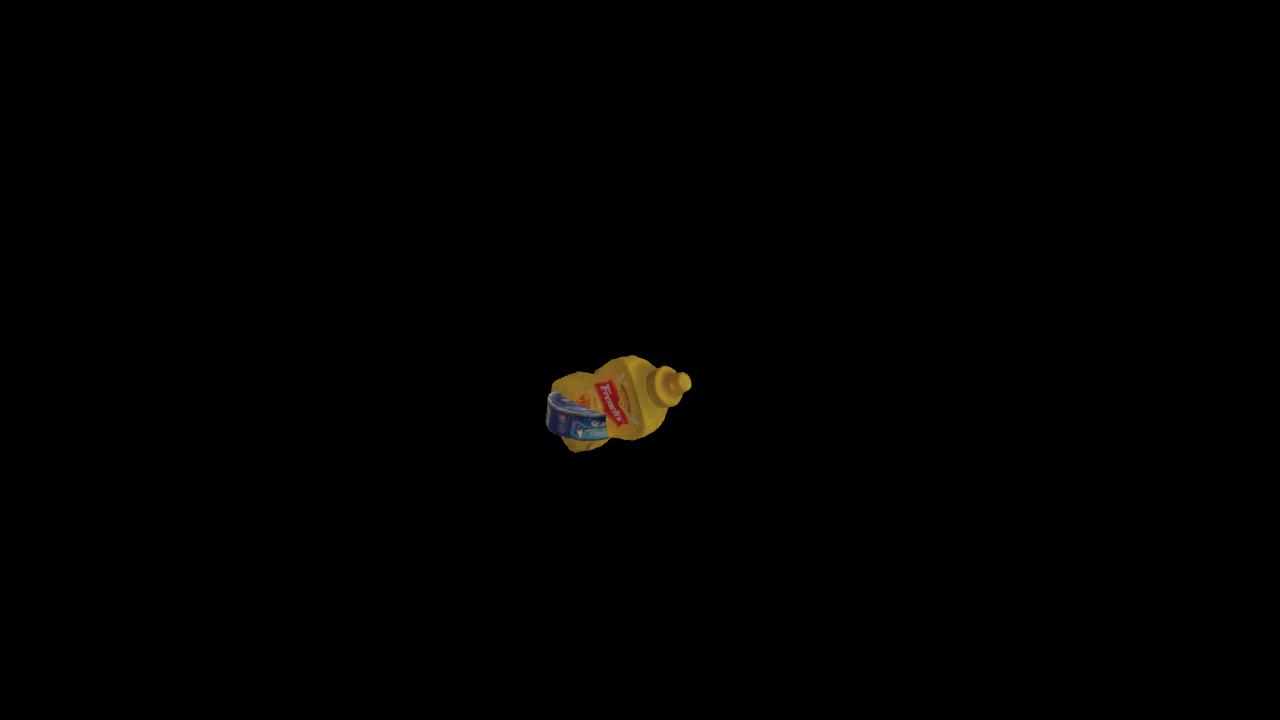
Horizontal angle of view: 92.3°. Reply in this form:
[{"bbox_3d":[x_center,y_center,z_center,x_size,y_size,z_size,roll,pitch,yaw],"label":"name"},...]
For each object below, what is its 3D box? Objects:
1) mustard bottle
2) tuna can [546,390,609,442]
[{"bbox_3d":[-0.019,0.043,0.665,0.184,0.092,0.054,-19,-10,41],"label":"mustard bottle"},{"bbox_3d":[-0.063,0.060,0.686,0.084,0.034,0.084,7,15,-2],"label":"tuna can"}]
